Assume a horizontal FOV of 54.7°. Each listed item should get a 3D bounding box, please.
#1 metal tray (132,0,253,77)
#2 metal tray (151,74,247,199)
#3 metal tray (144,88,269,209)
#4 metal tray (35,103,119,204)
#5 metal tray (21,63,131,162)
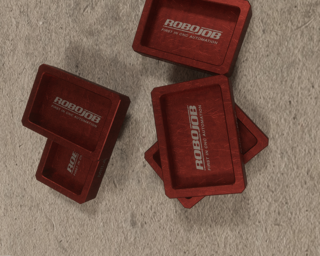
[{"bbox_3d":[0.039,-0.123,0.392,0.130,0.030,0.089,20,96,18],"label":"metal tray"},{"bbox_3d":[0.044,0.011,0.357,0.090,0.030,0.129,-9,87,19],"label":"metal tray"},{"bbox_3d":[0.056,0.025,0.386,0.130,0.030,0.090,-43,77,14],"label":"metal tray"},{"bbox_3d":[-0.118,0.031,0.446,0.090,0.030,0.129,23,97,18],"label":"metal tray"},{"bbox_3d":[-0.114,-0.022,0.412,0.130,0.030,0.089,23,98,18],"label":"metal tray"}]
